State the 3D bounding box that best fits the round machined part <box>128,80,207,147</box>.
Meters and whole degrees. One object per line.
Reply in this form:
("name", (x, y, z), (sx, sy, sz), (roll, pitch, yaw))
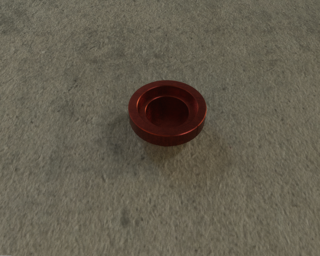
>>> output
("round machined part", (0.009, -0.015, 0.405), (0.099, 0.042, 0.098), (0, 50, 0))
